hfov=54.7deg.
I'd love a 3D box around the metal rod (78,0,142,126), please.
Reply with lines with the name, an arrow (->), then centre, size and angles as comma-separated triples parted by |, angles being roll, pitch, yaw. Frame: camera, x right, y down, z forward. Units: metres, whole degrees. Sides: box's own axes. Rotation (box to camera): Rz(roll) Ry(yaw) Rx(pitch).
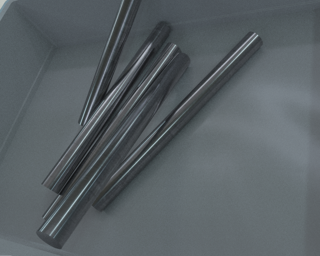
metal rod -> -0.054, -0.135, 0.427 | 0.025, 0.025, 0.298 | 39, 113, 39

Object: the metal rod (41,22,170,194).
metal rod -> -0.069, -0.041, 0.451 | 0.025, 0.025, 0.300 | 17, 66, 35

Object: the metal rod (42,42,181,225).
metal rod -> -0.061, 0.001, 0.437 | 0.025, 0.025, 0.300 | 25, 75, 37

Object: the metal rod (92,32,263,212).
metal rod -> 0.022, -0.011, 0.400 | 0.300, 0.025, 0.025 | -46, 51, -4

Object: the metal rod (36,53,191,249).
metal rod -> -0.029, -0.003, 0.353 | 0.025, 0.025, 0.301 | 4, 41, 30
